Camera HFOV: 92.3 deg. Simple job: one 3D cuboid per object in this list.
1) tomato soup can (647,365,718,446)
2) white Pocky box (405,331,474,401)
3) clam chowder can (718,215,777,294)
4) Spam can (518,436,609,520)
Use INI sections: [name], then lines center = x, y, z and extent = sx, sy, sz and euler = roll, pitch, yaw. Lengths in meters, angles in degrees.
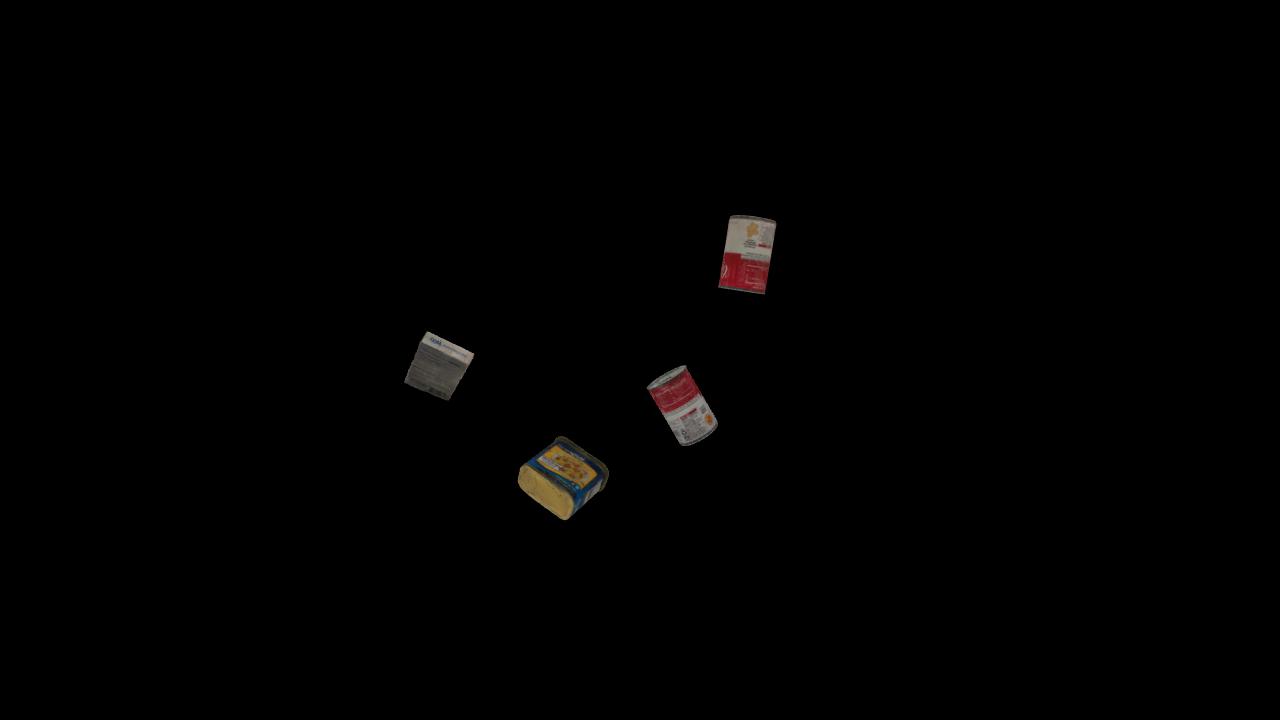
[tomato soup can]
center = 0.064, 0.068, 0.910
extent = 0.068, 0.101, 0.068
euler = -30, 7, 4
[white Pocky box]
center = -0.338, 0.014, 1.027
extent = 0.084, 0.028, 0.154
euler = 27, -37, -16
[clam chowder can]
center = 0.151, -0.147, 0.865
extent = 0.068, 0.102, 0.068
euler = 9, 8, -1
[Spam can]
center = -0.111, 0.169, 0.883
extent = 0.101, 0.058, 0.085
euler = 31, 34, 18
